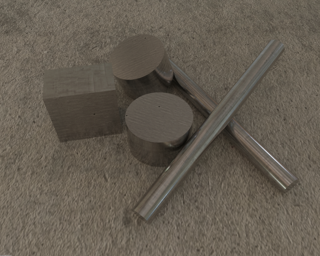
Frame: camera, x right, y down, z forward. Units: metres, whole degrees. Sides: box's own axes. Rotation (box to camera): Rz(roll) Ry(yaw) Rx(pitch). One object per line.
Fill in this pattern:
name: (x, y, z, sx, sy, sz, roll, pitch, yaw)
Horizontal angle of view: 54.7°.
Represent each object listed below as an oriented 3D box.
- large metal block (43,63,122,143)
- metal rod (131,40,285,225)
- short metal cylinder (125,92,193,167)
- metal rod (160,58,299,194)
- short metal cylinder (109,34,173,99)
large metal block: (-0.095, -0.031, 0.393, 0.081, 0.080, 0.050, -9, 51, -7)
metal rod: (0.072, -0.011, 0.382, 0.025, 0.025, 0.301, 31, 66, 23)
short metal cylinder: (-0.001, 0.001, 0.386, 0.081, 0.050, 0.080, 0, 50, 0)
metal rod: (0.066, -0.031, 0.429, 0.025, 0.025, 0.300, -26, 55, -20)
short metal cylinder: (-0.026, -0.087, 0.444, 0.080, 0.050, 0.080, -8, 60, 14)
